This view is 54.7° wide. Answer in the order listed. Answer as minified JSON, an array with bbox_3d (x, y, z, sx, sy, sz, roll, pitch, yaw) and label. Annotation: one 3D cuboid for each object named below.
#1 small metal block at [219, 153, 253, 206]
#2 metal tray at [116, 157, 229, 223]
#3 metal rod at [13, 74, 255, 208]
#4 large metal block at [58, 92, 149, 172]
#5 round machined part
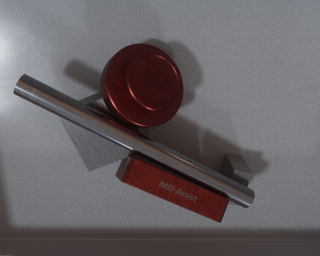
[{"bbox_3d":[0.099,0.069,0.423,0.025,0.050,0.050,14,110,-5],"label":"small metal block"},{"bbox_3d":[0.011,0.076,0.400,0.131,0.090,0.030,25,81,-10],"label":"metal tray"},{"bbox_3d":[-0.020,0.021,0.362,0.301,0.025,0.025,27,108,-10],"label":"metal rod"},{"bbox_3d":[-0.067,-0.002,0.394,0.080,0.050,0.080,-21,109,7],"label":"large metal block"},{"bbox_3d":[-0.014,-0.050,0.354,0.099,0.042,0.097,4,82,-28],"label":"round machined part"}]
